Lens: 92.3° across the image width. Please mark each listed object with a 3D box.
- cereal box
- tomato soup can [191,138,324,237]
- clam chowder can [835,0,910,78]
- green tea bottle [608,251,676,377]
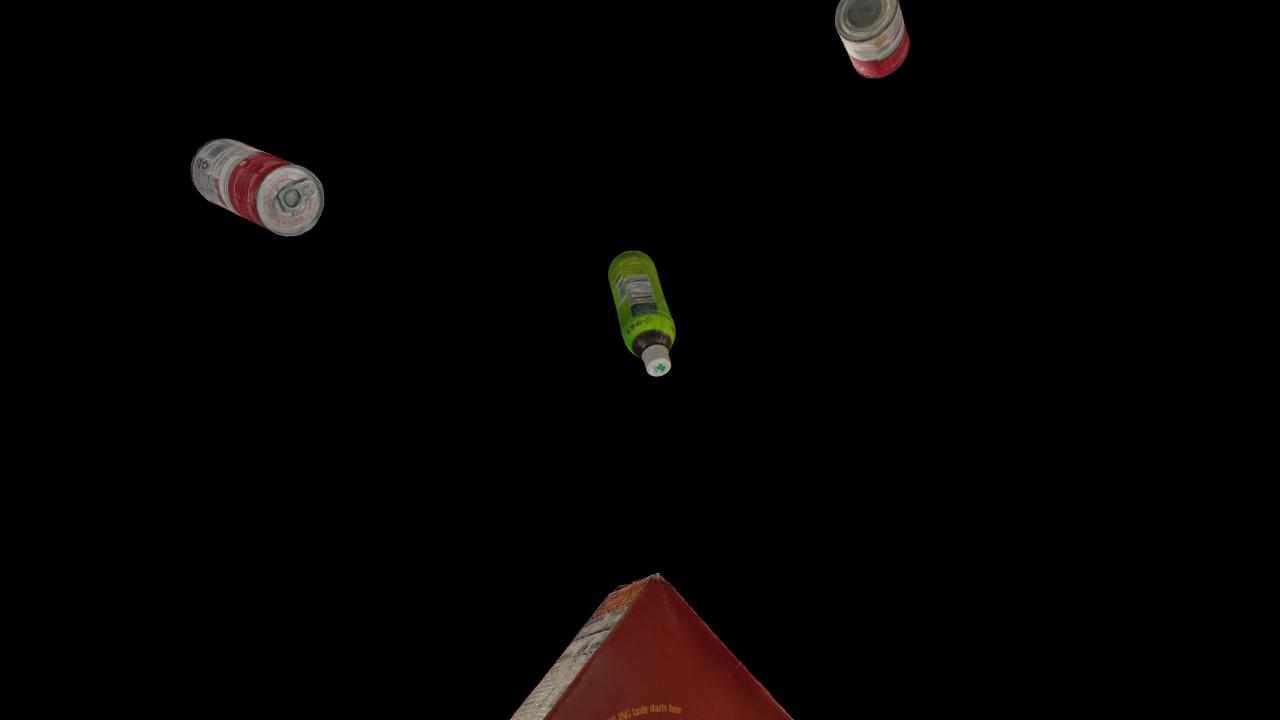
[{"bbox_3d":[-0.020,0.289,0.299,0.306,0.203,0.081,-41,-2,-43],"label":"cereal box"},{"bbox_3d":[-0.364,-0.165,0.586,0.101,0.068,0.068,23,9,21],"label":"tomato soup can"},{"bbox_3d":[0.269,-0.378,0.708,0.068,0.068,0.102,0,0,29],"label":"clam chowder can"},{"bbox_3d":[0.004,-0.061,0.802,0.073,0.073,0.212,0,41,-10],"label":"green tea bottle"}]
